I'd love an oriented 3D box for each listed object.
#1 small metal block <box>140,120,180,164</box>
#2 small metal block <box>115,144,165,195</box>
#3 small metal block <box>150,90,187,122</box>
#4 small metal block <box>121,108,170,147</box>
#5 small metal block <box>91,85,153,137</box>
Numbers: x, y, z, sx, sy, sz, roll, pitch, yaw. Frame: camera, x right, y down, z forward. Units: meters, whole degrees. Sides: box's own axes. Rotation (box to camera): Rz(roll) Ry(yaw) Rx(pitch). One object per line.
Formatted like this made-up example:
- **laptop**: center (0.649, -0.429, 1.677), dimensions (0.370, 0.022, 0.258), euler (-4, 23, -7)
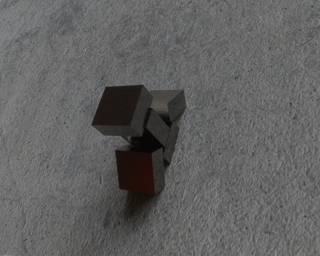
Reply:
- **small metal block**: center (-0.007, 0.017, 0.398), dimensions (0.050, 0.025, 0.050), euler (3, 63, 29)
- **small metal block**: center (-0.023, 0.049, 0.370), dimensions (0.050, 0.025, 0.050), euler (2, 103, 29)
- **small metal block**: center (0.000, -0.030, 0.407), dimensions (0.050, 0.025, 0.050), euler (3, 27, 29)
- **small metal block**: center (-0.023, -0.001, 0.368), dimensions (0.050, 0.050, 0.025), euler (3, 63, 29)
- **small metal block**: center (-0.041, -0.019, 0.341), dimensions (0.050, 0.025, 0.050), euler (1, 62, 28)
